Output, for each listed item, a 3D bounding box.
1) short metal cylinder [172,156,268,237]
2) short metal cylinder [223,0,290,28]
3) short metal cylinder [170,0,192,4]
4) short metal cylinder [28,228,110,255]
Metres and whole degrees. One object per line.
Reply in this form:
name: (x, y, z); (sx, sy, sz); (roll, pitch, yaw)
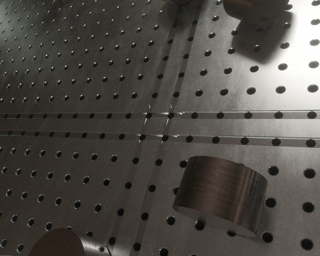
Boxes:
short metal cylinder: (0.058, 0.067, 0.301); (0.080, 0.080, 0.050); (8, 66, 31)
short metal cylinder: (0.131, -0.181, 0.415); (0.080, 0.080, 0.050); (-46, 51, -4)
short metal cylinder: (0.028, -0.254, 0.513); (0.080, 0.080, 0.050); (-42, 51, -1)
short metal cylinder: (-0.103, 0.159, 0.347); (0.080, 0.050, 0.080); (-13, 56, 20)
